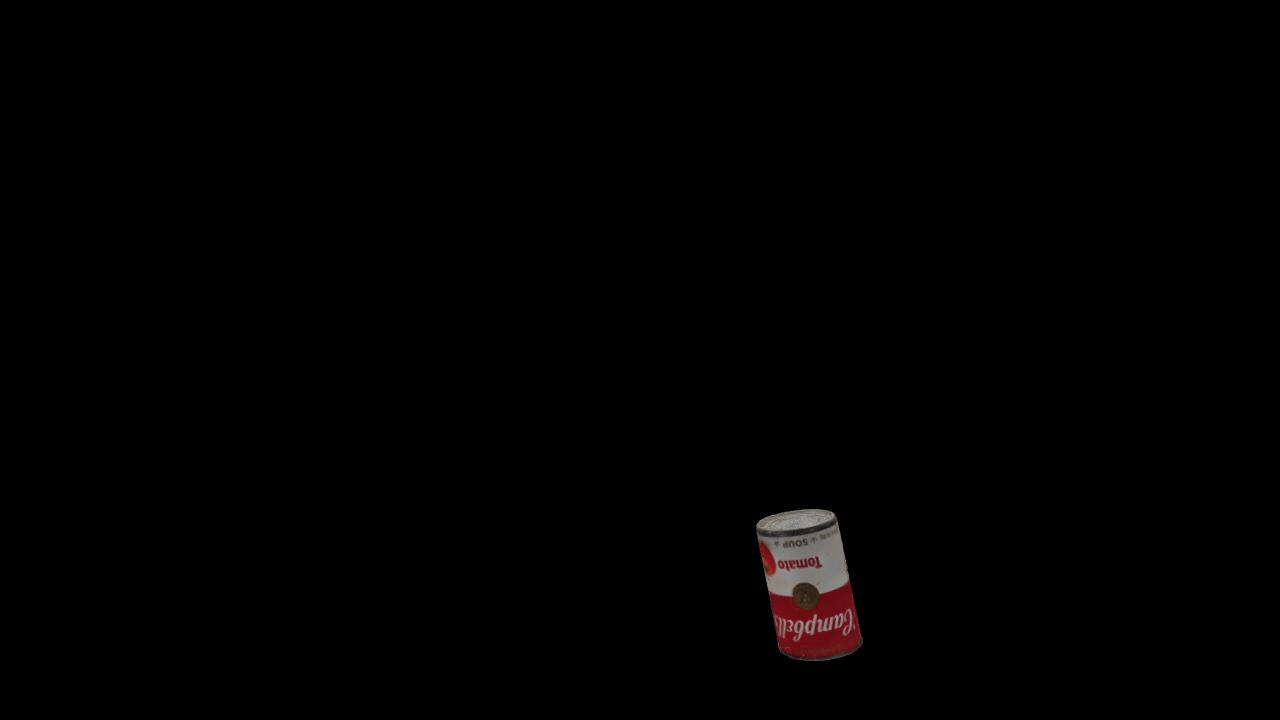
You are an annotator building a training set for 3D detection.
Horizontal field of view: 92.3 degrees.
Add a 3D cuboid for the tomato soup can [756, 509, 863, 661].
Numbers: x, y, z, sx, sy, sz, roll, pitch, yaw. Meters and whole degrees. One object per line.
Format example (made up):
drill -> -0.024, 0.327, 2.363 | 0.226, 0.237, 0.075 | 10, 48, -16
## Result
tomato soup can -> 0.137, 0.179, 0.500 | 0.068, 0.101, 0.068 | -10, -4, -1
